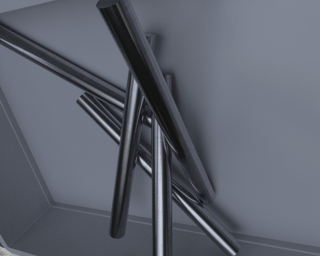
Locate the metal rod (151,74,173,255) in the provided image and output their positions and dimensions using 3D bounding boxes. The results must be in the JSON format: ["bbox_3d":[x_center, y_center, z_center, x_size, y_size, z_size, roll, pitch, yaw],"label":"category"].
[{"bbox_3d":[0.003,0.086,0.380,0.025,0.025,0.298,1,94,27],"label":"metal rod"}]

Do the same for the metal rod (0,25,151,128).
[{"bbox_3d":[-0.118,-0.072,0.425,0.301,0.025,0.025,29,128,9],"label":"metal rod"}]

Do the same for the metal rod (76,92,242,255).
[{"bbox_3d":[-0.003,0.062,0.432,0.300,0.025,0.025,45,129,3],"label":"metal rod"}]

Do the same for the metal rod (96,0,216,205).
[{"bbox_3d":[0.015,0.000,0.334,0.025,0.025,0.299,1,140,28],"label":"metal rod"}]

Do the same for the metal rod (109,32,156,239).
[{"bbox_3d":[-0.041,0.028,0.405,0.025,0.025,0.298,19,118,17],"label":"metal rod"}]
